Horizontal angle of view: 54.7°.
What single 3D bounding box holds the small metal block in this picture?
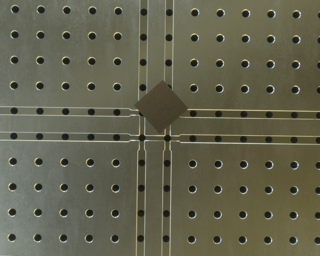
[{"bbox_3d":[0.002,-0.028,0.413,0.050,0.025,0.050,-41,91,0],"label":"small metal block"}]
